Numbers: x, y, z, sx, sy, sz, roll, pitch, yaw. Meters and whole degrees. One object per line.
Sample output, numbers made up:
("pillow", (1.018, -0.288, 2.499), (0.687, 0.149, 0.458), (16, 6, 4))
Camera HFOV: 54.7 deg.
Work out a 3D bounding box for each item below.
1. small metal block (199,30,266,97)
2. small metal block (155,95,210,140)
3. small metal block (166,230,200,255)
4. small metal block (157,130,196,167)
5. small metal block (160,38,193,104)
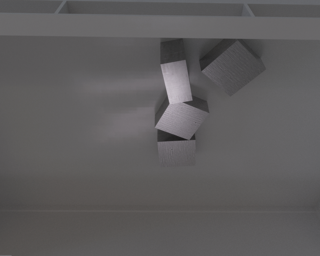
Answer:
("small metal block", (0.081, -0.071, 0.349), (0.050, 0.025, 0.050), (35, 122, -26))
("small metal block", (0.027, -0.017, 0.394), (0.050, 0.025, 0.050), (20, 127, -17))
("small metal block", (0.045, 0.230, 0.608), (0.050, 0.025, 0.050), (-17, 128, 14))
("small metal block", (0.023, 0.028, 0.433), (0.050, 0.025, 0.050), (-3, 130, 2))
("small metal block", (0.018, -0.062, 0.339), (0.025, 0.050, 0.050), (-9, 130, 7))
